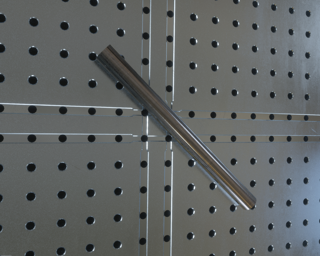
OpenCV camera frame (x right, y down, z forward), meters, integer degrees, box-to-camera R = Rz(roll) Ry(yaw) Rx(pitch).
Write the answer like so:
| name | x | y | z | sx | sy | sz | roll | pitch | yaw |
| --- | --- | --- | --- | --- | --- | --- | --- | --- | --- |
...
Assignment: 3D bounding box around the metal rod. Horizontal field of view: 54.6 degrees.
| name | x | y | z | sx | sy | sz | roll | pitch | yaw |
| --- | --- | --- | --- | --- | --- | --- | --- | --- | --- |
| metal rod | 0.031 | 0.008 | 0.423 | 0.300 | 0.025 | 0.025 | 45 | 76 | -15 |
